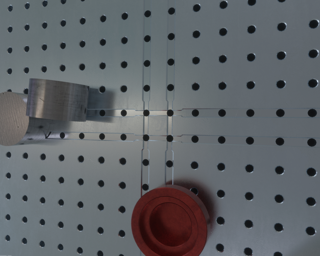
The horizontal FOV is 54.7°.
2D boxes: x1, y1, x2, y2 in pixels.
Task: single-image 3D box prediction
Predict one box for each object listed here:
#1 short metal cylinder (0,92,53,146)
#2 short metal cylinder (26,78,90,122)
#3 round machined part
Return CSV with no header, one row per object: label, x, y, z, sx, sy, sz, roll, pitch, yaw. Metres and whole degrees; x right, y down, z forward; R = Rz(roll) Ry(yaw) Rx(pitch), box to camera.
short metal cylinder,-0.215,-0.014,0.475,0.080,0.050,0.080,0,90,20
short metal cylinder,-0.142,-0.038,0.433,0.080,0.080,0.050,8,93,20
round machined part,0.016,0.121,0.398,0.098,0.042,0.097,0,90,20
